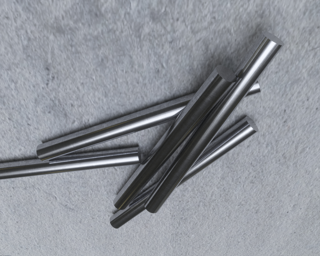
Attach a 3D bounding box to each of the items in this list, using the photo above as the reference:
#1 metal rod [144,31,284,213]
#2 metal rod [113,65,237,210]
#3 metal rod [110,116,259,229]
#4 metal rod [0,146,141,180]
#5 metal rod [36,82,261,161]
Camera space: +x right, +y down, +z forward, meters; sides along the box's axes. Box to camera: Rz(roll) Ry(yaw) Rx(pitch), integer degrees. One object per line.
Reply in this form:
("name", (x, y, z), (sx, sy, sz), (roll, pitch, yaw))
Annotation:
("metal rod", (0.049, 0.016, 0.388), (0.025, 0.025, 0.298), (19, 128, -16))
("metal rod", (0.001, 0.034, 0.413), (0.025, 0.025, 0.298), (21, 134, -17))
("metal rod", (0.021, 0.080, 0.475), (0.025, 0.025, 0.299), (34, 122, -26))
("metal rod", (-0.178, 0.057, 0.453), (0.302, 0.025, 0.025), (-7, 130, 5))
("metal rod", (-0.025, -0.009, 0.398), (0.301, 0.025, 0.025), (-17, 128, 14))
